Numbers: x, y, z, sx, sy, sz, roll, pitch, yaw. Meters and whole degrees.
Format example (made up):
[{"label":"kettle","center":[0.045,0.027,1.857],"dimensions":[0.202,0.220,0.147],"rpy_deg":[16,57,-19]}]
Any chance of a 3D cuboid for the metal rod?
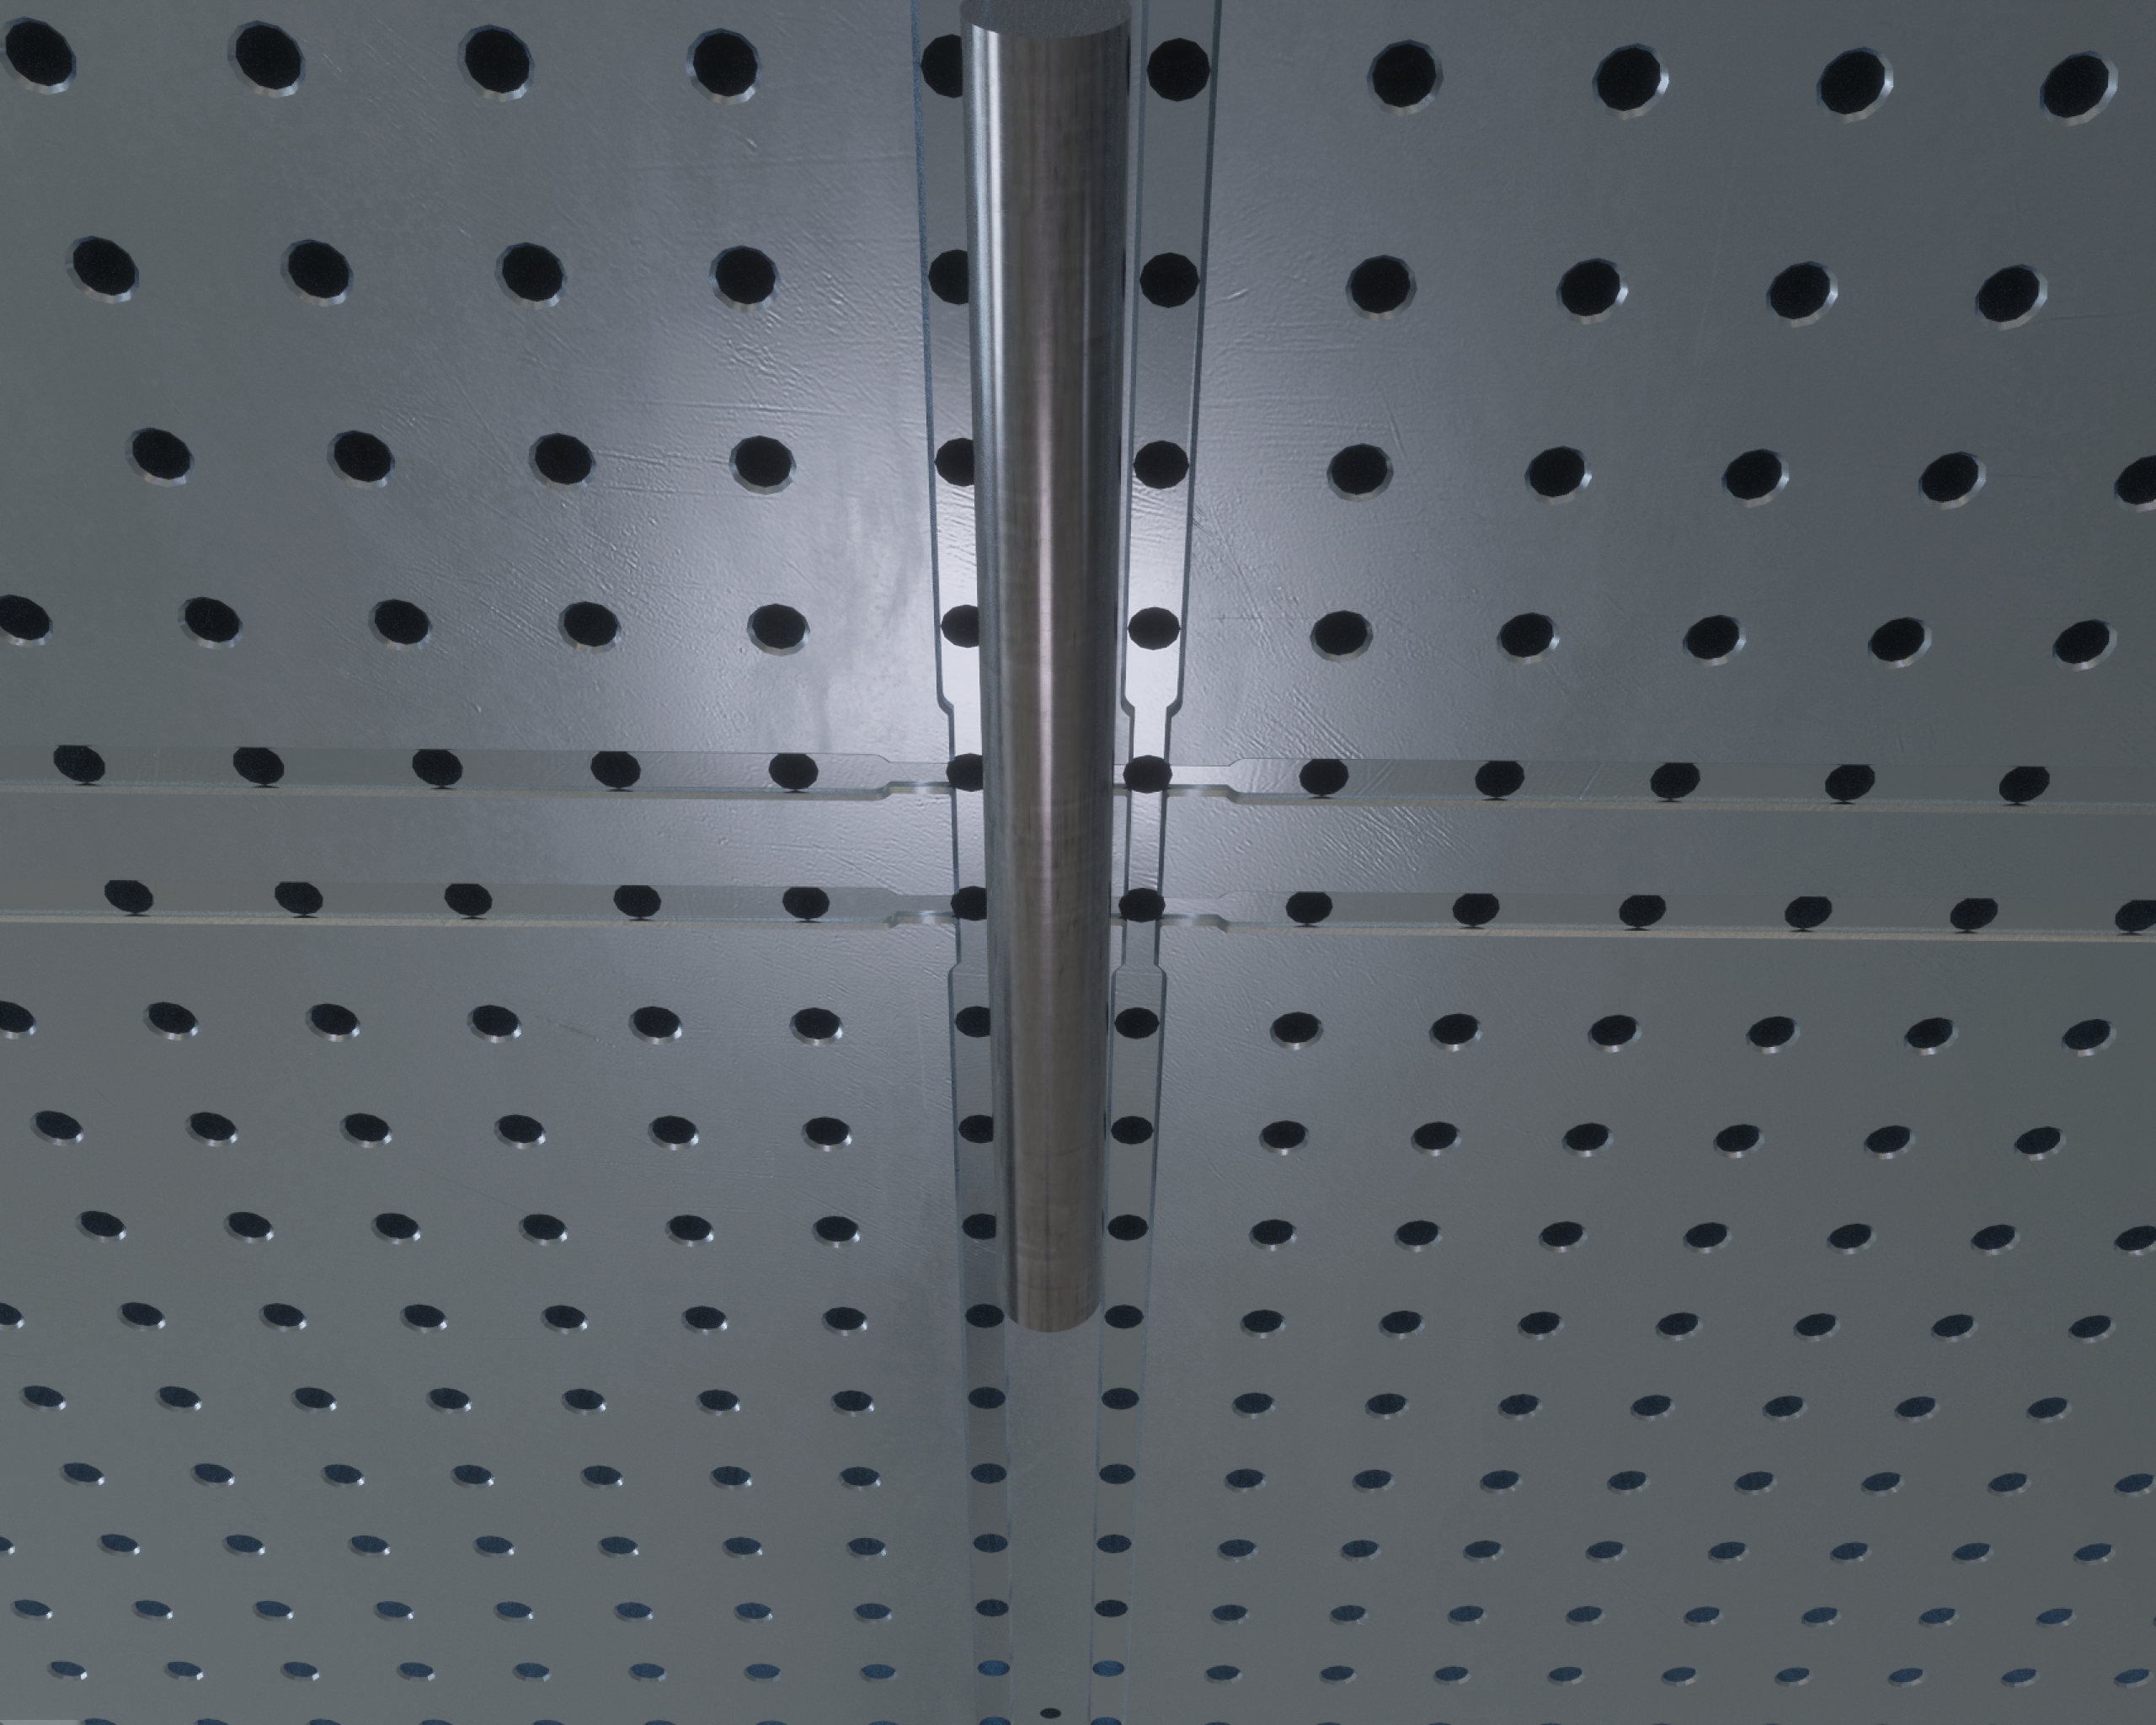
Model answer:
[{"label":"metal rod","center":[-0.006,-0.011,0.402],"dimensions":[0.025,0.025,0.298],"rpy_deg":[0,130,0]}]
